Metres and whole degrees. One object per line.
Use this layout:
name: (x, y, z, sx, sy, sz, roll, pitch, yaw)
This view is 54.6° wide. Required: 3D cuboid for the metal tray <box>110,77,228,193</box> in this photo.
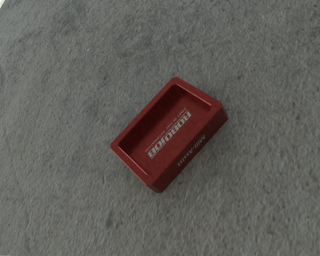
metal tray: (0.010, 0.005, 0.393, 0.130, 0.030, 0.090, -47, 51, -5)
